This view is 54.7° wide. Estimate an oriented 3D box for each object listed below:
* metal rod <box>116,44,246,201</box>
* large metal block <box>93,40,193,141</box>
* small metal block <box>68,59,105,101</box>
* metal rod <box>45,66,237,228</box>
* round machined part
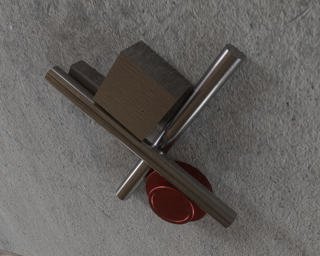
[{"bbox_3d":[0.009,0.014,0.413,0.025,0.025,0.298,38,129,2],"label":"metal rod"},{"bbox_3d":[-0.022,-0.045,0.376,0.080,0.050,0.080,41,129,0],"label":"large metal block"},{"bbox_3d":[-0.101,-0.057,0.426,0.050,0.025,0.050,37,129,3],"label":"small metal block"},{"bbox_3d":[-0.025,0.024,0.402,0.300,0.025,0.025,39,129,1],"label":"metal rod"},{"bbox_3d":[0.023,0.099,0.444,0.098,0.042,0.097,13,124,20],"label":"round machined part"}]
